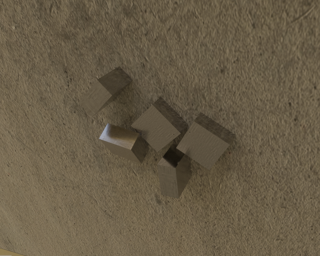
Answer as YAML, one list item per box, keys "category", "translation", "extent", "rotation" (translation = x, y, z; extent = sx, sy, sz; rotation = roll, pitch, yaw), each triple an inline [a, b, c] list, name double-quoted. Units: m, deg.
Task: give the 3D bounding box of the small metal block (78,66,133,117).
- category: "small metal block"
  translation: [-0.070, -0.047, 0.398]
  extent: [0.025, 0.050, 0.050]
  rotation: [47, 129, -5]

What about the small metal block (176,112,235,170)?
- category: "small metal block"
  translation: [0.056, 0.017, 0.388]
  extent: [0.050, 0.025, 0.050]
  rotation: [34, 129, 5]

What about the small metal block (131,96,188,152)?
- category: "small metal block"
  translation: [-0.001, -0.004, 0.405]
  extent: [0.050, 0.025, 0.050]
  rotation: [45, 129, -4]

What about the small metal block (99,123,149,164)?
- category: "small metal block"
  translation: [-0.049, 0.022, 0.430]
  extent: [0.050, 0.025, 0.050]
  rotation: [17, 158, 22]

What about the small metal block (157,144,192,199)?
- category: "small metal block"
  translation: [0.021, 0.057, 0.415]
  extent: [0.025, 0.050, 0.050]
  rotation: [8, 122, 24]
